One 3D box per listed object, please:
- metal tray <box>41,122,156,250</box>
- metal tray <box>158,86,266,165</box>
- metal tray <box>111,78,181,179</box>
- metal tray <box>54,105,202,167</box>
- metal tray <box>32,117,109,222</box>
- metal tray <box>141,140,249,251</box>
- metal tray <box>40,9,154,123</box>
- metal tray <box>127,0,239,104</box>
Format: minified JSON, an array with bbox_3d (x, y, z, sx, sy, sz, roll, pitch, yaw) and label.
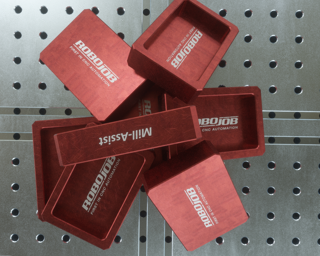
[{"bbox_3d":[-0.073,0.069,0.380,0.090,0.030,0.130,27,90,0],"label":"metal tray"},{"bbox_3d":[0.067,-0.005,0.393,0.131,0.030,0.090,-4,90,-17],"label":"metal tray"},{"bbox_3d":[-0.018,0.000,0.410,0.091,0.030,0.129,-4,88,-2],"label":"metal tray"},{"bbox_3d":[-0.027,0.007,0.316,0.131,0.090,0.030,-12,90,4],"label":"metal tray"},{"bbox_3d":[-0.115,0.052,0.410,0.090,0.030,0.129,-4,89,-1],"label":"metal tray"},{"bbox_3d":[0.046,0.087,0.378,0.090,0.030,0.130,-29,123,0],"label":"metal tray"},{"bbox_3d":[-0.078,-0.077,0.394,0.090,0.030,0.130,-45,75,0],"label":"metal tray"},{"bbox_3d":[0.032,-0.101,0.377,0.090,0.030,0.130,34,57,0],"label":"metal tray"}]
